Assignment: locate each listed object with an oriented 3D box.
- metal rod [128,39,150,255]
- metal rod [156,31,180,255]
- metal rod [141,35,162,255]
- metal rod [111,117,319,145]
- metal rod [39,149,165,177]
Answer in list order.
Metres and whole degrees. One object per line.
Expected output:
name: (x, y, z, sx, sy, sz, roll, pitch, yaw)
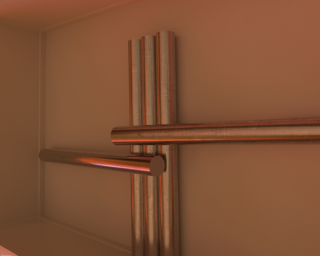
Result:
metal rod: (-0.029, 0.029, 0.427, 0.025, 0.025, 0.298, -2, 89, 39)
metal rod: (0.010, 0.028, 0.395, 0.025, 0.025, 0.298, -2, 89, 39)
metal rod: (-0.010, 0.029, 0.411, 0.025, 0.025, 0.298, -2, 89, 39)
metal rod: (0.070, 0.005, 0.324, 0.300, 0.025, 0.025, -2, 89, 33)
metal rod: (-0.109, 0.048, 0.471, 0.300, 0.025, 0.025, -1, 89, 45)
